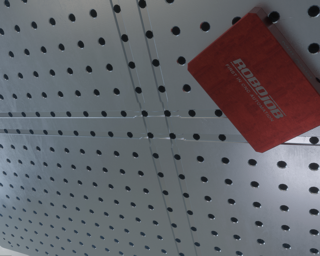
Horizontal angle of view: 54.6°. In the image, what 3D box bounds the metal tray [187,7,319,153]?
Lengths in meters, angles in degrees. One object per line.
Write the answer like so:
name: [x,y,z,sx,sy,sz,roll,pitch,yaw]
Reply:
metal tray: [0.103,-0.045,0.326,0.130,0.030,0.090,49,129,-7]
